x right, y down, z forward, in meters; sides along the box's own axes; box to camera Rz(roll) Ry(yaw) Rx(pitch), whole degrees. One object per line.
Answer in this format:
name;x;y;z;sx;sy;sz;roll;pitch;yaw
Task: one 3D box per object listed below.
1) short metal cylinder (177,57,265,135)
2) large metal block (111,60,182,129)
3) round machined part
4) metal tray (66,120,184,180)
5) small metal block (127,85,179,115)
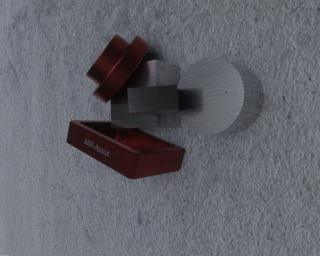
short metal cylinder;0.065;-0.033;0.338;0.080;0.050;0.080;0;90;40
large metal block;-0.019;-0.040;0.407;0.080;0.050;0.080;-2;89;40
round machined part;-0.060;-0.084;0.408;0.042;0.098;0.098;37;122;-15
metal tray;-0.046;0.022;0.402;0.130;0.091;0.030;22;104;38
small metal block;-0.007;-0.029;0.337;0.050;0.050;0.025;-5;89;-2
